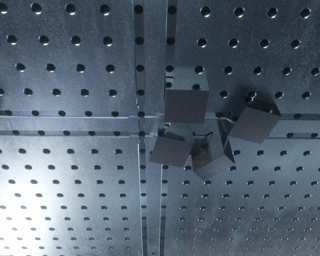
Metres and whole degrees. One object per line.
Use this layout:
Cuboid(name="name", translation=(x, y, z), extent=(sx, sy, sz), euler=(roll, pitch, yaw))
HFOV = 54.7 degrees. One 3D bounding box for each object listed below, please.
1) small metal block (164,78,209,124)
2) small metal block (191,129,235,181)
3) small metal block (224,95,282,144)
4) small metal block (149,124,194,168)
Cuboid(name="small metal block", translation=(0.031, -0.033, 0.384), extent=(0.050, 0.025, 0.050), euler=(2, 130, -2))
Cuboid(name="small metal block", translation=(0.071, 0.037, 0.428), extent=(0.050, 0.050, 0.025), euler=(-33, 123, 25))
Cuboid(name="small metal block", translation=(0.120, -0.010, 0.405), extent=(0.050, 0.025, 0.050), euler=(14, 129, -12))
Cuboid(name="small metal block", translation=(0.015, 0.026, 0.434), extent=(0.050, 0.025, 0.050), euler=(11, 129, -10))
